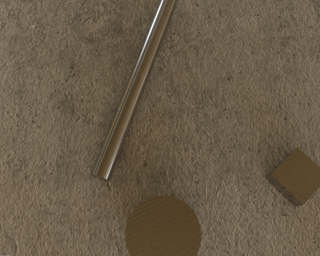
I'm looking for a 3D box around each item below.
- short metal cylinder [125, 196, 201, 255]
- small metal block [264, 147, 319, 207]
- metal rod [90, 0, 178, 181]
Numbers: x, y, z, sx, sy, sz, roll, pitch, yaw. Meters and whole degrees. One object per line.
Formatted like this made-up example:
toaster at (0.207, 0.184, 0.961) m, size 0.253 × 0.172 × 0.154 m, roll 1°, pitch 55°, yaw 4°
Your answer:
short metal cylinder at (0.003, 0.120, 0.351) m, size 0.081 × 0.050 × 0.080 m, roll 0°, pitch 70°, yaw 0°
small metal block at (0.170, 0.061, 0.387) m, size 0.050 × 0.025 × 0.050 m, roll -41°, pitch 75°, yaw -14°
metal rod at (-0.028, -0.072, 0.433) m, size 0.025 × 0.025 × 0.299 m, roll 17°, pitch 71°, yaw 6°
